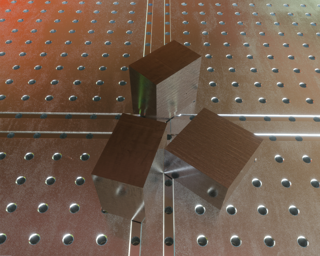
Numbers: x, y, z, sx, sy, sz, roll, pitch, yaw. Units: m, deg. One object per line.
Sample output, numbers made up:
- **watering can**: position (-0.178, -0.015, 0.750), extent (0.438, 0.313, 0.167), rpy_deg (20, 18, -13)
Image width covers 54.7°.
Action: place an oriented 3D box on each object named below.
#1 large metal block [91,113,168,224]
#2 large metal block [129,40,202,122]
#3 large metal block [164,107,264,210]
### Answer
- **large metal block**: position (-0.028, 0.044, 0.335), extent (0.050, 0.080, 0.080), rpy_deg (13, 51, 10)
- **large metal block**: position (0.007, -0.060, 0.422), extent (0.080, 0.080, 0.050), rpy_deg (-36, 59, -27)
- **large metal block**: position (0.061, 0.034, 0.364), extent (0.080, 0.050, 0.080), rpy_deg (31, 56, 23)
